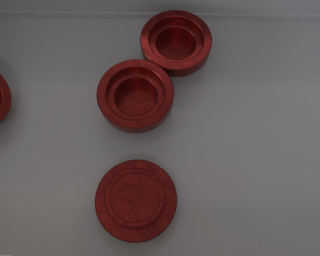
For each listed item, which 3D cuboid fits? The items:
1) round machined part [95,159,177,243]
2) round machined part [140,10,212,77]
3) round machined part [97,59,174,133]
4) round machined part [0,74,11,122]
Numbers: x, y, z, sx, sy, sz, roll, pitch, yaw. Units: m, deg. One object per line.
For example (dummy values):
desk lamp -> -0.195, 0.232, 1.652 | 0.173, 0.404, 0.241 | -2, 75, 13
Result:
round machined part -> -0.028, 0.085, 0.369 | 0.099, 0.042, 0.098 | 0, 70, 0
round machined part -> 0.022, -0.115, 0.443 | 0.099, 0.042, 0.098 | 0, 70, 0
round machined part -> -0.031, -0.039, 0.414 | 0.099, 0.042, 0.098 | 0, 71, 0
round machined part -> -0.248, -0.037, 0.395 | 0.099, 0.042, 0.098 | 18, 62, -37
